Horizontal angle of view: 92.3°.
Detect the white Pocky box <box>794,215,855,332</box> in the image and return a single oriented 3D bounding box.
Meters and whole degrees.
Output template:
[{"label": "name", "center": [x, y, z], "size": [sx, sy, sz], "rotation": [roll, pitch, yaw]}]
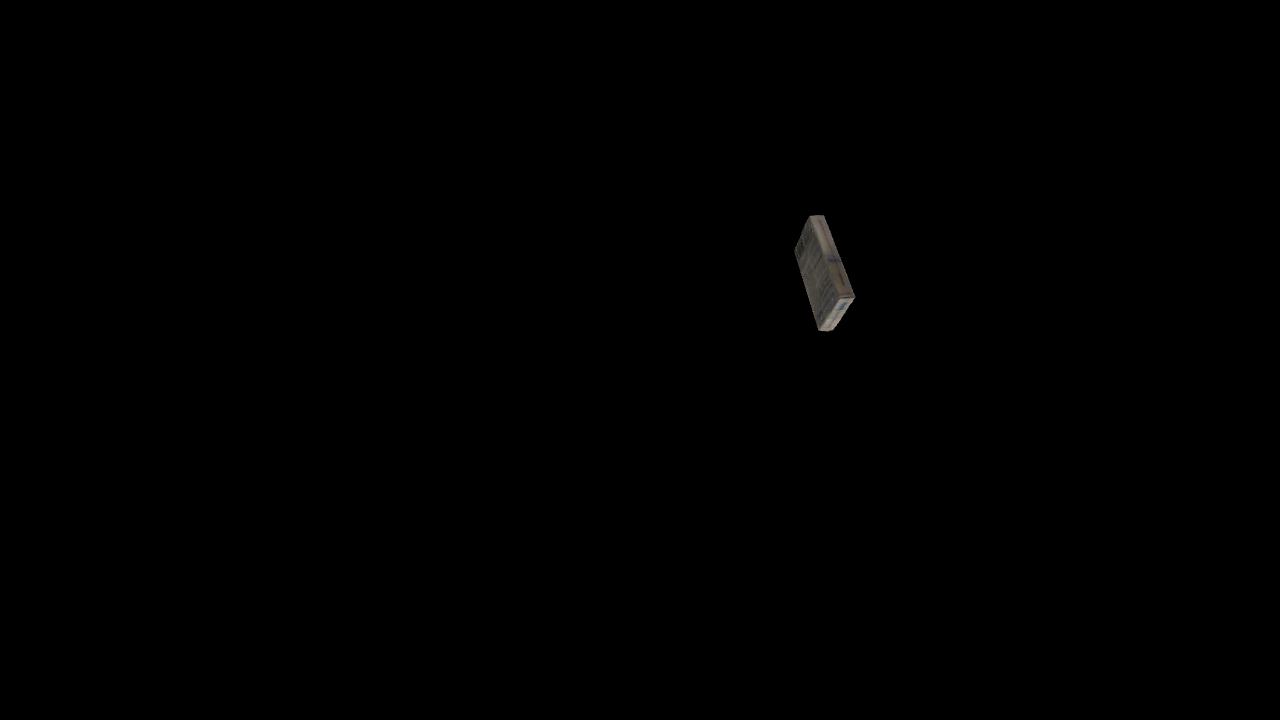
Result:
[{"label": "white Pocky box", "center": [0.266, -0.128, 0.902], "size": [0.028, 0.154, 0.084], "rotation": [-3, -31, -8]}]
